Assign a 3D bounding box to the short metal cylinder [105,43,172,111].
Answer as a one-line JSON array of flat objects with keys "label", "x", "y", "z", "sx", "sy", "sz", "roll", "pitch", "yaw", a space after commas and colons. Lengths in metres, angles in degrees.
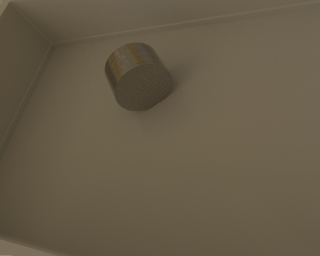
[{"label": "short metal cylinder", "x": -0.030, "y": -0.070, "z": 0.428, "sx": 0.080, "sy": 0.080, "sz": 0.050, "roll": -33, "pitch": 52, "yaw": 6}]
